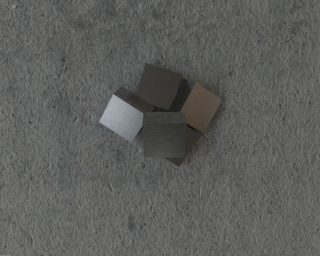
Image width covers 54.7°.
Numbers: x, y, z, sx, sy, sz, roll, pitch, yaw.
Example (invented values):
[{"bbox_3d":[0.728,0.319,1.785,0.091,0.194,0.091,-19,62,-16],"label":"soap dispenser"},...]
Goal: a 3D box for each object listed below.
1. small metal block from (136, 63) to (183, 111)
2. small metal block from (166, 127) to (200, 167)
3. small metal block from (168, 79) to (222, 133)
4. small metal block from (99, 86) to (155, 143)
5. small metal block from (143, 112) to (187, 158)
[{"bbox_3d":[-0.002,-0.053,0.411,0.050,0.025,0.050,17,90,-1],"label":"small metal block"},{"bbox_3d":[0.017,0.016,0.412,0.050,0.025,0.050,33,90,-1],"label":"small metal block"},{"bbox_3d":[0.045,-0.028,0.401,0.050,0.025,0.050,28,90,-34],"label":"small metal block"},{"bbox_3d":[-0.043,-0.017,0.399,0.050,0.025,0.050,33,126,-2],"label":"small metal block"},{"bbox_3d":[0.005,0.008,0.375,0.050,0.025,0.050,0,123,-1],"label":"small metal block"}]
